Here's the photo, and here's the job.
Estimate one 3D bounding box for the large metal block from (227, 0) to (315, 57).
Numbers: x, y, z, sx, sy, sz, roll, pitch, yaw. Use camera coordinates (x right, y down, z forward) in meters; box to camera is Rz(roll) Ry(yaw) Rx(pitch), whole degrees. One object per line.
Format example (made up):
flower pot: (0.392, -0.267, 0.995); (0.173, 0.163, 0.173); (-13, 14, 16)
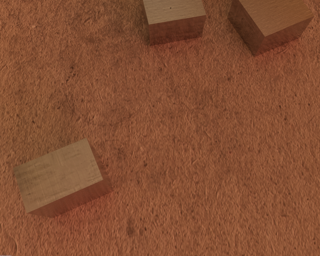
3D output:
large metal block: (0.159, -0.164, 0.456); (0.080, 0.050, 0.080); (-24, 72, -9)

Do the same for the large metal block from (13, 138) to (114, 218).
large metal block: (-0.105, 0.061, 0.356); (0.080, 0.080, 0.050); (-23, 72, -8)

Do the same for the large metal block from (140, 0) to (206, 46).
large metal block: (0.016, -0.176, 0.459); (0.081, 0.050, 0.080); (-11, 71, -4)
